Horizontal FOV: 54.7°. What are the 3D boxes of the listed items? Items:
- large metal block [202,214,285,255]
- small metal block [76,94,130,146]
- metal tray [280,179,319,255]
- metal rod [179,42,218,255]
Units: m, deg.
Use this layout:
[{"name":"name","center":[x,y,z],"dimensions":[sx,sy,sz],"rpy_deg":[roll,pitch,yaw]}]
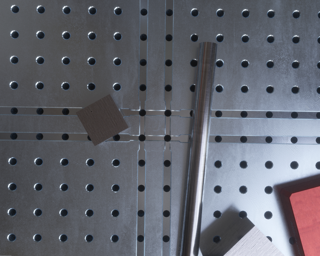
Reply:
[{"name":"large metal block","center":[0.115,0.175,0.403],"dimensions":[0.080,0.050,0.080],"rpy_deg":[-44,91,0]},{"name":"small metal block","center":[-0.075,-0.010,0.412],"dimensions":[0.050,0.025,0.050],"rpy_deg":[-29,90,-1]},{"name":"metal tray","center":[0.225,0.136,0.414],"dimensions":[0.091,0.030,0.129],"rpy_deg":[-15,90,-1]},{"name":"metal rod","center":[0.051,0.037,0.414],"dimensions":[0.025,0.025,0.298],"rpy_deg":[5,90,-1]}]
